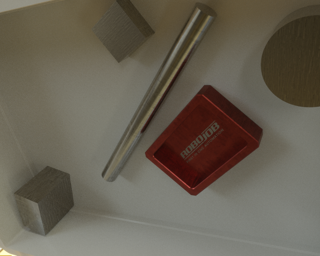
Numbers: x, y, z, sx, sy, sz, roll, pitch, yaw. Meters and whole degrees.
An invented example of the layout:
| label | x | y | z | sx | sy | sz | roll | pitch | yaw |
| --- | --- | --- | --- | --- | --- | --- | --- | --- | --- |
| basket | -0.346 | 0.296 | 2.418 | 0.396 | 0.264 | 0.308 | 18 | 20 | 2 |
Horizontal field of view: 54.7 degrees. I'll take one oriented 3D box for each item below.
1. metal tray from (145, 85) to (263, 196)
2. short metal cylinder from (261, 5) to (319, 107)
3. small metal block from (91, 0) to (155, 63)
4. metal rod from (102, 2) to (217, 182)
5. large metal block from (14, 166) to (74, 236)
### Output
| label | x | y | z | sx | sy | sz | roll | pitch | yaw |
| --- | --- | --- | --- | --- | --- | --- | --- | --- | --- |
| metal tray | 0.050 | 0.020 | 0.390 | 0.090 | 0.030 | 0.129 | 40 | 129 | 0 |
| short metal cylinder | 0.137 | -0.065 | 0.280 | 0.080 | 0.050 | 0.079 | 13 | 124 | 20 |
| small metal block | -0.043 | -0.113 | 0.360 | 0.050 | 0.025 | 0.050 | -33 | 101 | 38 |
| metal rod | -0.017 | -0.021 | 0.403 | 0.025 | 0.025 | 0.298 | 36 | 129 | 4 |
| large metal block | -0.205 | 0.129 | 0.558 | 0.050 | 0.080 | 0.079 | 16 | 125 | 19 |
